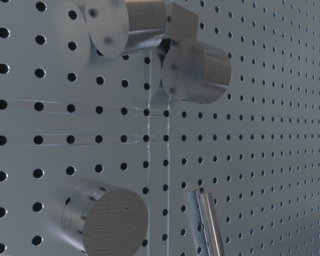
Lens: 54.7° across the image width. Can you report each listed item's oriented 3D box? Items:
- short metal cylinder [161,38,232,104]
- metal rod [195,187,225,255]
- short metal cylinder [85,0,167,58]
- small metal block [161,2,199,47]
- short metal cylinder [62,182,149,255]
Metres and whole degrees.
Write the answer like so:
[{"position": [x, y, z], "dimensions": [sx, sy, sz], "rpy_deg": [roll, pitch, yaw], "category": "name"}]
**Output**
[{"position": [0.047, -0.074, 0.413], "dimensions": [0.050, 0.080, 0.080], "rpy_deg": [4, 87, -40], "category": "short metal cylinder"}, {"position": [0.097, 0.237, 0.491], "dimensions": [0.025, 0.025, 0.298], "rpy_deg": [-21, 103, -38], "category": "metal rod"}, {"position": [-0.039, -0.121, 0.341], "dimensions": [0.050, 0.080, 0.080], "rpy_deg": [-22, 104, -38], "category": "short metal cylinder"}, {"position": [0.025, -0.138, 0.430], "dimensions": [0.050, 0.025, 0.050], "rpy_deg": [11, 83, -40], "category": "small metal block"}, {"position": [-0.060, 0.104, 0.343], "dimensions": [0.081, 0.050, 0.079], "rpy_deg": [0, 90, -40], "category": "short metal cylinder"}]
